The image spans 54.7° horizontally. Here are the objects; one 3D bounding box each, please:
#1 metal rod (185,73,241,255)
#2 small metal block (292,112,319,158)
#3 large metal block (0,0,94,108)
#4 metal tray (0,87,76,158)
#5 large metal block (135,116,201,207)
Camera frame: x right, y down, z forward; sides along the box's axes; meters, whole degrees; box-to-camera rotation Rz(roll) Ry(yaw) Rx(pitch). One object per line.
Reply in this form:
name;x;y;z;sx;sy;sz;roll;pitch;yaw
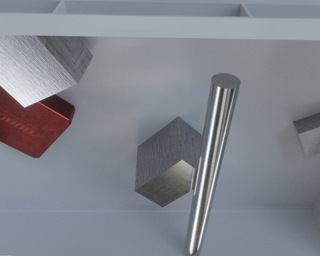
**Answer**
metal rod;0.053;0.071;0.365;0.025;0.025;0.298;1;131;-1
small metal block;0.214;0.008;0.419;0.050;0.025;0.050;-21;127;17
large metal block;-0.131;-0.077;0.317;0.080;0.050;0.080;-17;129;27
metal tray;-0.186;-0.024;0.383;0.130;0.030;0.090;34;122;-26
large metal block;0.014;0.045;0.411;0.080;0.080;0.050;-37;121;27
